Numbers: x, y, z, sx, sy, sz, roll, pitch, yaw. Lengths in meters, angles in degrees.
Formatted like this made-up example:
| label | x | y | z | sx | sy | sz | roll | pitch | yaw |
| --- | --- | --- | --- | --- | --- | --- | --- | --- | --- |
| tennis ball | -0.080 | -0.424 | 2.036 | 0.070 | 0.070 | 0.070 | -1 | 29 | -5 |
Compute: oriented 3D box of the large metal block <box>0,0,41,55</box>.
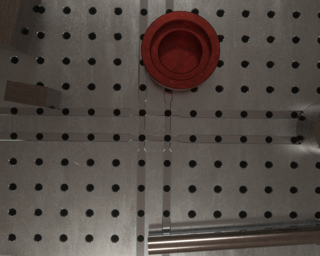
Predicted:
| label | x | y | z | sx | sy | sz | roll | pitch | yaw |
| --- | --- | --- | --- | --- | --- | --- | --- | --- | --- |
| large metal block | -0.211 | -0.148 | 0.398 | 0.080 | 0.050 | 0.080 | 14 | 90 | -1 |

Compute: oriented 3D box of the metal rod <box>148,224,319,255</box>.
| label | x | y | z | sx | sy | sz | roll | pitch | yaw |
| --- | --- | --- | --- | --- | --- | --- | --- | --- | --- |
| metal rod | 0.135 | 0.147 | 0.415 | 0.302 | 0.025 | 0.025 | -4 | 90 | -1 |

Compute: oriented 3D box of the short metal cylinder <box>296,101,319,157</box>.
| label | x | y | z | sx | sy | sz | roll | pitch | yaw |
| --- | --- | --- | --- | --- | --- | --- | --- | --- | --- |
| short metal cylinder | 0.229 | 0.002 | 0.404 | 0.081 | 0.050 | 0.079 | 0 | 90 | -1 |

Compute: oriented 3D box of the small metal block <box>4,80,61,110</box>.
| label | x | y | z | sx | sy | sz | roll | pitch | yaw |
| --- | --- | --- | --- | --- | --- | --- | --- | --- | --- |
| small metal block | -0.162 | -0.042 | 0.399 | 0.050 | 0.050 | 0.025 | 10 | 90 | -1 |

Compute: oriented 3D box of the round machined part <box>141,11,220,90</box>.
| label | x | y | z | sx | sy | sz | roll | pitch | yaw |
| --- | --- | --- | --- | --- | --- | --- | --- | --- | --- |
| round machined part | 0.026 | -0.097 | 0.405 | 0.099 | 0.042 | 0.097 | 0 | 90 | -1 |
